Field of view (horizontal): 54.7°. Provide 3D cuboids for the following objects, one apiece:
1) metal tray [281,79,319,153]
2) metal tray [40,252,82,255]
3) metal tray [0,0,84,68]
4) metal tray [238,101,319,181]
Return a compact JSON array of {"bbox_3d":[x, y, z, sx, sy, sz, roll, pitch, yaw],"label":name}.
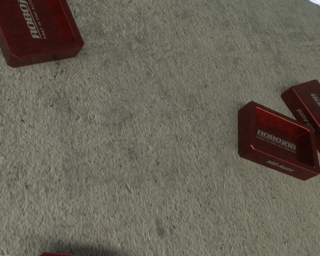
[{"bbox_3d":[0.294,-0.024,0.573,0.091,0.030,0.130,-17,71,-35],"label":"metal tray"},{"bbox_3d":[-0.070,0.177,0.254,0.091,0.030,0.130,16,55,-20],"label":"metal tray"},{"bbox_3d":[-0.161,-0.146,0.382,0.091,0.030,0.129,-21,88,-36],"label":"metal tray"},{"bbox_3d":[0.186,0.020,0.487,0.131,0.030,0.090,21,54,-16],"label":"metal tray"}]
